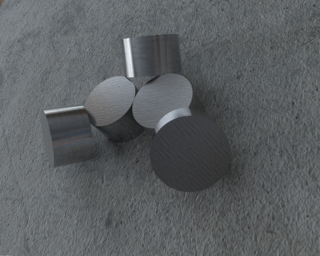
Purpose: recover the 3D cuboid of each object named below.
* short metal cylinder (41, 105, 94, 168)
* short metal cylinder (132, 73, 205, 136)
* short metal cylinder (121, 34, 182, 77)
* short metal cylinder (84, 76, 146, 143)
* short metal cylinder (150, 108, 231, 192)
[{"bbox_3d":[-0.128,0.010,0.423,0.050,0.079,0.080,-11,45,-27],"label":"short metal cylinder"},{"bbox_3d":[0.012,-0.023,0.397,0.080,0.050,0.080,-13,56,21],"label":"short metal cylinder"},{"bbox_3d":[-0.012,-0.100,0.430,0.080,0.080,0.050,2,105,29],"label":"short metal cylinder"},{"bbox_3d":[-0.058,-0.026,0.435,0.080,0.050,0.080,-13,56,21],"label":"short metal cylinder"},{"bbox_3d":[0.031,0.021,0.333,0.080,0.080,0.050,-32,10,7],"label":"short metal cylinder"}]
